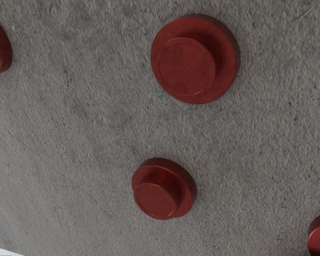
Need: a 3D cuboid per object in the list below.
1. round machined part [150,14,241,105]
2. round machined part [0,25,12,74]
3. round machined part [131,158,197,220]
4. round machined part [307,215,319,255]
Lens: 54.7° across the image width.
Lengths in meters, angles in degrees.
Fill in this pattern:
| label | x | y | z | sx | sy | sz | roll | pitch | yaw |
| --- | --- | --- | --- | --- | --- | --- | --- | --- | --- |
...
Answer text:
| label | x | y | z | sx | sy | sz | roll | pitch | yaw |
| --- | --- | --- | --- | --- | --- | --- | --- | --- | --- |
| round machined part | 0.033 | -0.069 | 0.335 | 0.098 | 0.042 | 0.097 | 13 | 124 | 21 |
| round machined part | -0.277 | -0.123 | 0.466 | 0.098 | 0.042 | 0.097 | 13 | 124 | 21 |
| round machined part | 0.001 | 0.096 | 0.455 | 0.098 | 0.042 | 0.097 | 13 | 124 | 21 |
| round machined part | 0.229 | 0.148 | 0.367 | 0.098 | 0.042 | 0.097 | 13 | 124 | 21 |
